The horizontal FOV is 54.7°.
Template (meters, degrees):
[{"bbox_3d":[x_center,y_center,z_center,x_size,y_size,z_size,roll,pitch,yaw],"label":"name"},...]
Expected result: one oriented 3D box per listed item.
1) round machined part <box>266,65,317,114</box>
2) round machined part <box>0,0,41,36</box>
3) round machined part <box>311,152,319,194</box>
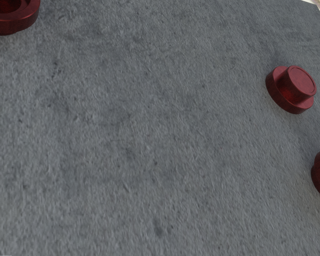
[{"bbox_3d":[0.251,-0.078,0.579,0.099,0.042,0.098,14,56,-21],"label":"round machined part"},{"bbox_3d":[-0.201,-0.152,0.378,0.099,0.042,0.098,14,56,-21],"label":"round machined part"},{"bbox_3d":[0.287,0.081,0.501,0.099,0.042,0.098,14,56,-21],"label":"round machined part"}]
